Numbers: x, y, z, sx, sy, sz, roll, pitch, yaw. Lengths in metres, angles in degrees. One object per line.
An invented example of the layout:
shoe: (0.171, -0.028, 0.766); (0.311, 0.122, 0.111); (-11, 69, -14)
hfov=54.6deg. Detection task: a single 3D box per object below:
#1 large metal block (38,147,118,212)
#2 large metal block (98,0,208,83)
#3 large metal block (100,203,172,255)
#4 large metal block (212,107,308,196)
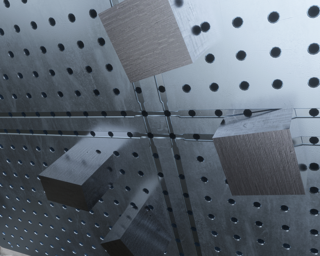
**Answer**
large metal block: (-0.127, 0.078, 0.491); (0.080, 0.080, 0.050); (8, 122, 24)
large metal block: (-0.006, -0.103, 0.335); (0.080, 0.050, 0.080); (-12, 112, 33)
large metal block: (-0.036, 0.185, 0.510); (0.050, 0.080, 0.080); (-28, 103, 37)
large metal block: (0.116, 0.029, 0.352); (0.080, 0.050, 0.080); (-9, 114, 32)
